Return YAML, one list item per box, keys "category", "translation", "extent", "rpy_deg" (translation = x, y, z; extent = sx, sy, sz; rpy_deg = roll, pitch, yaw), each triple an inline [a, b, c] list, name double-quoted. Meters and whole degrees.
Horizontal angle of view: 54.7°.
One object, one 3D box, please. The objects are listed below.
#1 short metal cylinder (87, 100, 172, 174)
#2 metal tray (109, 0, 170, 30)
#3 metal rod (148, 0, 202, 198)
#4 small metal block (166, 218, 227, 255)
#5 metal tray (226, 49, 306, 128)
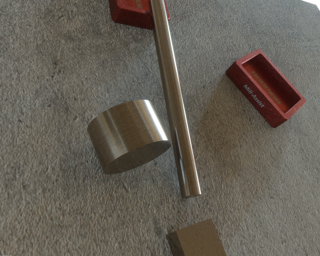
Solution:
- category: "short metal cylinder"
  translation: [-0.034, 0.011, 0.345]
  extent: [0.081, 0.080, 0.050]
  rpy_deg: [-13, 69, -34]
- category: "metal tray"
  translation: [-0.040, -0.226, 0.518]
  extent: [0.091, 0.030, 0.130]
  rpy_deg: [3, 61, -27]
- category: "metal rod"
  translation: [0.016, -0.056, 0.427]
  extent: [0.025, 0.025, 0.299]
  rpy_deg: [2, 67, -28]
- category: "small metal block"
  translation: [0.041, 0.135, 0.346]
  extent: [0.050, 0.025, 0.050]
  rpy_deg: [-8, 66, -32]
- category: "metal tray"
  translation: [0.188, -0.073, 0.549]
  extent: [0.091, 0.030, 0.130]
  rpy_deg: [-32, 80, -38]
